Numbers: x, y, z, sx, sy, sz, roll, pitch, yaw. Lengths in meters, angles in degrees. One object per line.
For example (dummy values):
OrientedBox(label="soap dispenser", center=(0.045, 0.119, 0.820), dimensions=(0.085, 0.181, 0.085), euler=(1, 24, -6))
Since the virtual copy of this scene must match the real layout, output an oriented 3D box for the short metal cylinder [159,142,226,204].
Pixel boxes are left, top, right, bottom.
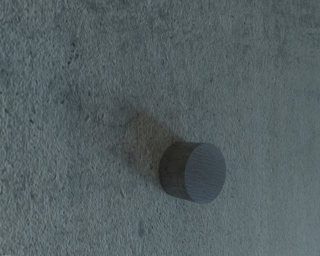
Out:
OrientedBox(label="short metal cylinder", center=(0.045, 0.059, 0.425), dimensions=(0.081, 0.050, 0.080), euler=(0, 90, -40))
